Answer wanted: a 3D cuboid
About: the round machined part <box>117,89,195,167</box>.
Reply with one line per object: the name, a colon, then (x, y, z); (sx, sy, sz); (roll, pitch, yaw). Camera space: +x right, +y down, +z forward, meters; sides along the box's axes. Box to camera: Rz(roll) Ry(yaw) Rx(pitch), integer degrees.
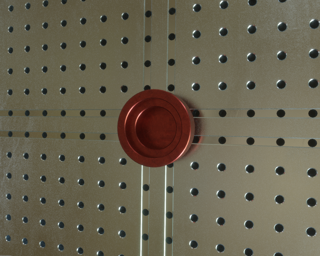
round machined part: (-0.002, 0.000, 0.405); (0.098, 0.042, 0.097); (0, 90, 20)
